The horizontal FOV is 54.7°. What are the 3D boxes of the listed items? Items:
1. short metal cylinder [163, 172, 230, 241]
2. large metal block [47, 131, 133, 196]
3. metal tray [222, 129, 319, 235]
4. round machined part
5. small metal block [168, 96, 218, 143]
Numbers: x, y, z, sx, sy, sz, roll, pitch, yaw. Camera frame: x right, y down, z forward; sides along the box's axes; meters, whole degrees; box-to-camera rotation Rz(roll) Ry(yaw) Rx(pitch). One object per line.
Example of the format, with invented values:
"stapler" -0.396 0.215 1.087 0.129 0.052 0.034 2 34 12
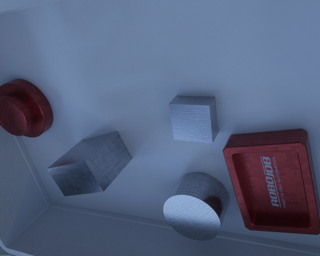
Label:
"short metal cylinder" 0.052 0.109 0.432 0.080 0.050 0.079 13 124 20
"large metal block" -0.102 0.052 0.457 0.080 0.080 0.050 -14 111 33
"metal tray" 0.137 0.068 0.374 0.090 0.030 0.129 -7 115 31
"round machined part" -0.226 -0.026 0.498 0.098 0.042 0.097 13 124 20
"small metal block" 0.042 -0.011 0.379 0.050 0.025 0.050 4 121 25
